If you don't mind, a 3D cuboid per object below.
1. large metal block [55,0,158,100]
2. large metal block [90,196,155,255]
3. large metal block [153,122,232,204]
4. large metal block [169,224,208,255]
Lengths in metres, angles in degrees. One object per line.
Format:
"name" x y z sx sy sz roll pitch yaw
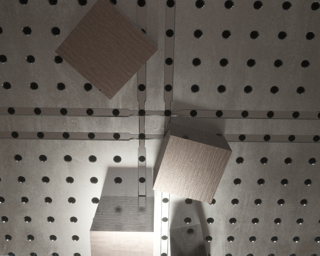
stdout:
"large metal block" -0.059 -0.094 0.365 0.080 0.050 0.080 42 104 -14
"large metal block" -0.049 0.140 0.435 0.081 0.080 0.050 1 110 -1
"large metal block" 0.040 0.046 0.418 0.081 0.050 0.079 15 109 -6
"large metal block" 0.049 0.205 0.461 0.050 0.080 0.080 -14 110 5
